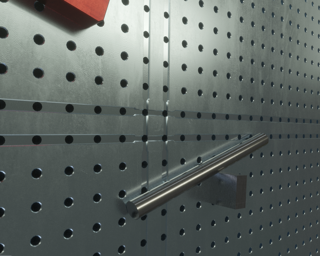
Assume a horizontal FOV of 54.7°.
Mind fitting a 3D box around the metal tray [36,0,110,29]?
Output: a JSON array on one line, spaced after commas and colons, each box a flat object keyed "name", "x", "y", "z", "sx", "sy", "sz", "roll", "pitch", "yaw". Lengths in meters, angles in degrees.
[{"name": "metal tray", "x": -0.089, "y": -0.187, "z": 0.332, "sx": 0.090, "sy": 0.030, "sz": 0.129, "roll": 23, "pitch": 76, "yaw": -38}]

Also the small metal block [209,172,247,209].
[{"name": "small metal block", "x": 0.106, "y": 0.096, "z": 0.485, "sx": 0.025, "sy": 0.050, "sz": 0.050, "roll": 6, "pitch": 86, "yaw": -40}]

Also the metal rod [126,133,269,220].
[{"name": "metal rod", "x": 0.077, "y": 0.061, "z": 0.476, "sx": 0.302, "sy": 0.025, "sz": 0.025, "roll": -20, "pitch": 103, "yaw": -38}]
